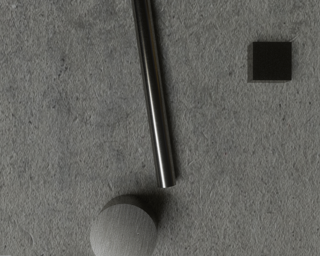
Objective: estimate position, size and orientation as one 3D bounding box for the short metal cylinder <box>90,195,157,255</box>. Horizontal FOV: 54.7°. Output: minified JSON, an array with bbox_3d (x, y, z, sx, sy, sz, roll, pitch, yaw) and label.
[{"bbox_3d":[-0.044,0.131,0.397,0.081,0.050,0.079,0,90,-1],"label":"short metal cylinder"}]

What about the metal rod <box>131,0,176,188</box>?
[{"bbox_3d":[-0.012,-0.071,0.409,0.025,0.025,0.298,-8,90,0],"label":"metal rod"}]

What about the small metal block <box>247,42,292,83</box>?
[{"bbox_3d":[0.145,-0.087,0.412,0.050,0.025,0.050,0,90,-1],"label":"small metal block"}]
